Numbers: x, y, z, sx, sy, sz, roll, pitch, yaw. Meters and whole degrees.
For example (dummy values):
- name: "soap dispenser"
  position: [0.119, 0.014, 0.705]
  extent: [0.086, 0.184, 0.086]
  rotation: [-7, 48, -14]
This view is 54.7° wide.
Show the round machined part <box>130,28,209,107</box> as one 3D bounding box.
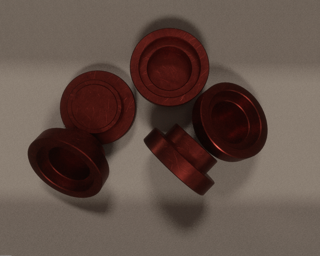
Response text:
- name: "round machined part"
  position: [0.012, -0.075, 0.403]
  extent: [0.099, 0.042, 0.097]
  rotation: [0, 90, -1]

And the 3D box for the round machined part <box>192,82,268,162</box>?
- name: "round machined part"
  position: [0.083, -0.005, 0.390]
  extent: [0.099, 0.042, 0.098]
  rotation: [9, 68, -23]

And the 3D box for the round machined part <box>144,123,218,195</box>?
- name: "round machined part"
  position: [0.030, 0.032, 0.375]
  extent: [0.098, 0.098, 0.042]
  rotation: [43, 92, -1]

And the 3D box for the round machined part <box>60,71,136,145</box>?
- name: "round machined part"
  position: [-0.081, -0.026, 0.402]
  extent: [0.099, 0.042, 0.097]
  rotation: [0, 90, -1]

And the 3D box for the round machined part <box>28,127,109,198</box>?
- name: "round machined part"
  position: [-0.108, 0.038, 0.385]
  extent: [0.098, 0.042, 0.097]
  rotation: [11, 129, 13]
